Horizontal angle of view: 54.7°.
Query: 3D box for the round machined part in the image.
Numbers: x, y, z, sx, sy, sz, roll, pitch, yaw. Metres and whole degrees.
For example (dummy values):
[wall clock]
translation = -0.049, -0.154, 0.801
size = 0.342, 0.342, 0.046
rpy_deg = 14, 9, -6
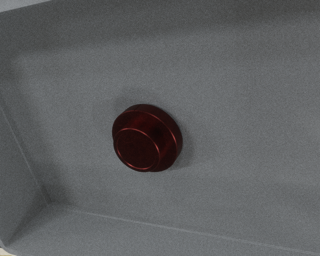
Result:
[round machined part]
translation = -0.023, 0.020, 0.416
size = 0.098, 0.042, 0.097
rpy_deg = 13, 124, 20
